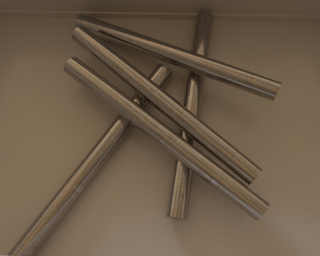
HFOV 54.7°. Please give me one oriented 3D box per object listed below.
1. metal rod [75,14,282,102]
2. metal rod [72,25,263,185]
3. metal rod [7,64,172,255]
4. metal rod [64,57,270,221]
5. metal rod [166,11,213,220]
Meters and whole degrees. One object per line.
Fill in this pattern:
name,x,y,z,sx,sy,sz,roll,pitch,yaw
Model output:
metal rod,0.013,-0.102,0.425,0.301,0.025,0.025,23,71,16
metal rod,0.000,-0.037,0.395,0.300,0.025,0.025,40,75,13
metal rod,-0.078,0.034,0.396,0.025,0.025,0.300,33,73,11
metal rod,-0.001,0.005,0.379,0.300,0.025,0.025,37,74,12
metal rod,0.044,-0.030,0.421,0.025,0.025,0.299,9,70,3
